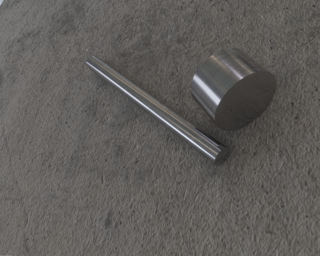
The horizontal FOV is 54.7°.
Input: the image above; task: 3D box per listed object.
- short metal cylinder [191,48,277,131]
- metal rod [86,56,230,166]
[{"bbox_3d":[0.083,-0.043,0.352,0.080,0.080,0.050,-37,51,3],"label":"short metal cylinder"},{"bbox_3d":[-0.023,-0.040,0.440,0.025,0.025,0.300,-48,51,-5],"label":"metal rod"}]
